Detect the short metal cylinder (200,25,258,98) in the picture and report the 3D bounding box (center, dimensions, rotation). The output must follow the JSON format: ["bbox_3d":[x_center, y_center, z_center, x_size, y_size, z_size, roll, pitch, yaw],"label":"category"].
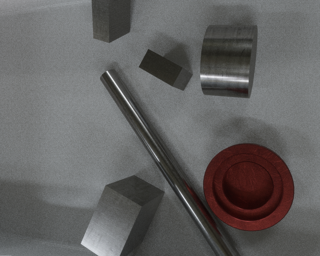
[{"bbox_3d":[0.080,-0.075,0.353,0.050,0.080,0.079,7,92,19],"label":"short metal cylinder"}]

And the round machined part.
[{"bbox_3d":[0.104,0.066,0.365,0.098,0.042,0.097,0,90,19],"label":"round machined part"}]

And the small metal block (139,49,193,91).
[{"bbox_3d":[0.009,-0.073,0.393,0.050,0.050,0.025,32,101,17],"label":"small metal block"}]

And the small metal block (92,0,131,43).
[{"bbox_3d":[-0.063,-0.147,0.408,0.025,0.050,0.050,21,130,18],"label":"small metal block"}]

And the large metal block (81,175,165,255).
[{"bbox_3d":[-0.044,0.113,0.396,0.050,0.080,0.080,26,99,18],"label":"large metal block"}]

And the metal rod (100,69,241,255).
[{"bbox_3d":[0.009,0.047,0.406,0.025,0.025,0.299,-37,79,16],"label":"metal rod"}]
